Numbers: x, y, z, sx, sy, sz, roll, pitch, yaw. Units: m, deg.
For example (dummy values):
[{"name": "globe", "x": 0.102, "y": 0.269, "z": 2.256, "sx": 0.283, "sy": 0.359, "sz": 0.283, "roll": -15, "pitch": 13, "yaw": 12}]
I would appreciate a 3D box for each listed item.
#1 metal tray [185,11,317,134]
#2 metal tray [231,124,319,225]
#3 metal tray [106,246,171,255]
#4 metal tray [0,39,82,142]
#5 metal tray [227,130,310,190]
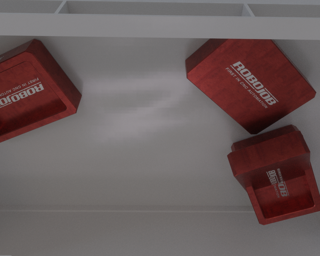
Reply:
[{"name": "metal tray", "x": 0.104, "y": -0.057, "z": 0.358, "sx": 0.130, "sy": 0.030, "sz": 0.090, "roll": 36, "pitch": 121, "yaw": -27}, {"name": "metal tray", "x": 0.164, "y": 0.069, "z": 0.434, "sx": 0.090, "sy": 0.030, "sz": 0.129, "roll": -20, "pitch": 111, "yaw": 13}, {"name": "metal tray", "x": -0.041, "y": 0.289, "z": 0.654, "sx": 0.131, "sy": 0.030, "sz": 0.089, "roll": -5, "pitch": 130, "yaw": 4}, {"name": "metal tray", "x": -0.174, "y": -0.039, "z": 0.370, "sx": 0.130, "sy": 0.030, "sz": 0.090, "roll": -19, "pitch": 128, "yaw": 15}, {"name": "metal tray", "x": 0.151, "y": 0.053, "z": 0.420, "sx": 0.090, "sy": 0.030, "sz": 0.130, "roll": -21, "pitch": 150, "yaw": 15}]
